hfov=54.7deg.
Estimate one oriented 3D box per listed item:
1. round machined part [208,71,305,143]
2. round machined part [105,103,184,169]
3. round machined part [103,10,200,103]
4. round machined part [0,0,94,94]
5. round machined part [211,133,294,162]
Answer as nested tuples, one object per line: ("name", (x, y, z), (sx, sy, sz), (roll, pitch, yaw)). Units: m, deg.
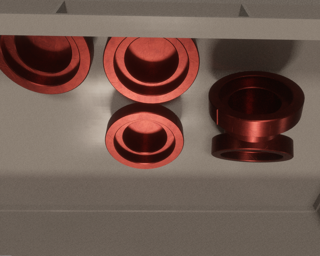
("round machined part", (0.104, -0.021, 0.344), (0.099, 0.098, 0.042), (-5, 129, 4))
("round machined part", (-0.019, 0.005, 0.402), (0.099, 0.042, 0.097), (-1, 130, 0))
("round machined part", (-0.009, -0.078, 0.332), (0.099, 0.042, 0.097), (-1, 130, 0))
("round machined part", (-0.118, -0.087, 0.322), (0.099, 0.042, 0.097), (-1, 130, 0))
("round machined part", (0.116, 0.015, 0.393), (0.099, 0.042, 0.098), (4, 166, 1))
